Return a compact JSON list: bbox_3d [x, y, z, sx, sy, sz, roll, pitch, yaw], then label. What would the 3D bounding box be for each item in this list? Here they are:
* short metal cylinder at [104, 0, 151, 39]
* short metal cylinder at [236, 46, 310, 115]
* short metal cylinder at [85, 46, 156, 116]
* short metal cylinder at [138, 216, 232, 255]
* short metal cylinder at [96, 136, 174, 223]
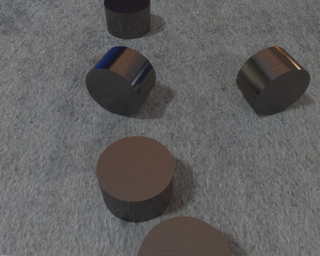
[{"bbox_3d":[-0.057,-0.204,0.558,0.081,0.050,0.080,0,50,0],"label":"short metal cylinder"},{"bbox_3d":[0.153,-0.063,0.422,0.081,0.080,0.050,-15,52,-13],"label":"short metal cylinder"},{"bbox_3d":[-0.052,-0.063,0.419,0.080,0.080,0.050,18,52,14],"label":"short metal cylinder"},{"bbox_3d":[0.021,0.128,0.280,0.081,0.050,0.080,0,50,0],"label":"short metal cylinder"},{"bbox_3d":[-0.025,0.056,0.340,0.081,0.050,0.080,0,50,0],"label":"short metal cylinder"}]
